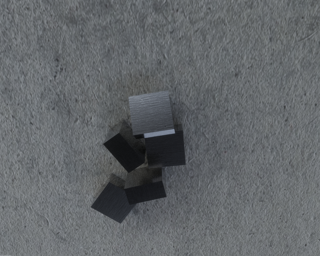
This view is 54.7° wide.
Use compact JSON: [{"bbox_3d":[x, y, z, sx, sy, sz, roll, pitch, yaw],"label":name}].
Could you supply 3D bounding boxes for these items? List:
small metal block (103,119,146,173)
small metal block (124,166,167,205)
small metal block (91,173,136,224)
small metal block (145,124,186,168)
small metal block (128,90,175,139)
[{"bbox_3d":[-0.044,0.023,0.404,0.025,0.050,0.050,-35,107,12],"label":"small metal block"},{"bbox_3d":[-0.019,0.076,0.424,0.050,0.050,0.025,-13,109,4],"label":"small metal block"},{"bbox_3d":[-0.063,0.102,0.447,0.050,0.025,0.050,33,107,-12],"label":"small metal block"},{"bbox_3d":[0.007,0.024,0.419,0.050,0.025,0.050,-6,110,2],"label":"small metal block"},{"bbox_3d":[-0.010,-0.016,0.391,0.050,0.025,0.050,-9,76,3],"label":"small metal block"}]
